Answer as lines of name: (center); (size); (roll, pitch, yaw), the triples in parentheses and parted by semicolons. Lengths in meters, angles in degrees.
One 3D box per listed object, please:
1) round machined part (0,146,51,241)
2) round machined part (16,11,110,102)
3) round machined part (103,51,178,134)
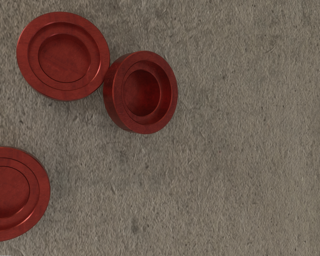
round machined part: (-0.172, 0.068, 0.337); (0.099, 0.042, 0.097); (0, 90, -20)
round machined part: (-0.110, -0.079, 0.359); (0.099, 0.042, 0.097); (0, 90, -20)
round machined part: (-0.027, -0.042, 0.378); (0.099, 0.042, 0.097); (-4, 96, -41)
